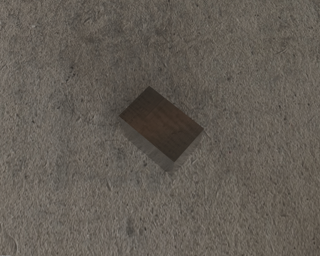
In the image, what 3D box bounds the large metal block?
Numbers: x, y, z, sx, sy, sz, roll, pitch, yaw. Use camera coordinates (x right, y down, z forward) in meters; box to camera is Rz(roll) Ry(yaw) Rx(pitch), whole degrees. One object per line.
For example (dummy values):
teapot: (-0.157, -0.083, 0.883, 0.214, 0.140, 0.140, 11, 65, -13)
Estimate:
large metal block: (0.001, 0.007, 0.376, 0.080, 0.080, 0.050, 39, 75, 13)
